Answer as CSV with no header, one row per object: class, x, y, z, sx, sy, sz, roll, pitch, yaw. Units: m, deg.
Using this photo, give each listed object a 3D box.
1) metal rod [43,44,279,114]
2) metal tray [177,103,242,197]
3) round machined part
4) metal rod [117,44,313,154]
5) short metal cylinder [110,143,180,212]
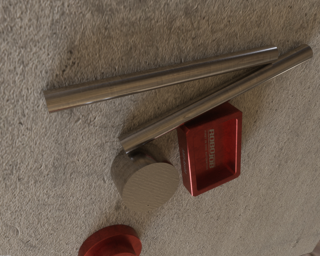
metal rod,0.018,-0.065,0.376,0.302,0.025,0.025,-15,125,-20
metal tray,0.077,0.034,0.466,0.091,0.030,0.129,-20,126,-17
round machined part,-0.073,0.202,0.481,0.099,0.042,0.097,-14,124,-21
metal rod,0.083,-0.045,0.424,0.302,0.025,0.025,-27,128,-12
short metal cylinder,-0.021,0.066,0.420,0.081,0.050,0.079,-14,124,-21
